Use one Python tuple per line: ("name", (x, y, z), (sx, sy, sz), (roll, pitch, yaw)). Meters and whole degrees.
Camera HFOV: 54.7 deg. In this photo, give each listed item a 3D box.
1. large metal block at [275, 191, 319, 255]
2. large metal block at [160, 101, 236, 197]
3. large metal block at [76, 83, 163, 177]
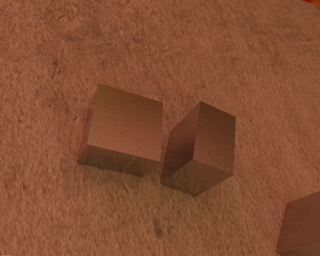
("large metal block", (0.205, 0.133, 0.401), (0.050, 0.080, 0.080), (38, 51, -4))
("large metal block", (0.046, 0.028, 0.378), (0.050, 0.080, 0.080), (23, 53, -15))
("large metal block", (-0.045, 0.004, 0.362), (0.081, 0.050, 0.080), (16, 55, -20))
